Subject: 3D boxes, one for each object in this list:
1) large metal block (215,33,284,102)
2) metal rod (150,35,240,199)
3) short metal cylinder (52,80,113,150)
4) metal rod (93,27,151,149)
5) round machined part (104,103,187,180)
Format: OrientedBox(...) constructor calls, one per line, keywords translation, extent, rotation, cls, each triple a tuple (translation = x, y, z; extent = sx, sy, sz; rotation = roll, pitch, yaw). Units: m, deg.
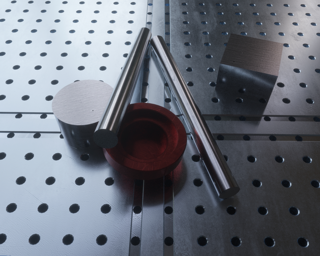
OrientedBox(translation=(0.136, -0.094, 0.472), extent=(0.080, 0.050, 0.080), rotation=(15, 52, 12), cls="large metal block")
OrientedBox(translation=(0.036, -0.038, 0.439), extent=(0.025, 0.025, 0.300), rotation=(-12, 51, -11), cls="metal rod")
OrientedBox(translation=(-0.094, -0.018, 0.405), extent=(0.081, 0.050, 0.080), rotation=(0, 50, 0), cls="short metal cylinder")
OrientedBox(translation=(-0.041, -0.078, 0.427), extent=(0.025, 0.025, 0.300), rotation=(4, 36, 3), cls="metal rod")
OrientedBox(translation=(-0.019, 0.019, 0.375), extent=(0.099, 0.042, 0.098), rotation=(5, 53, -6), cls="round machined part")
